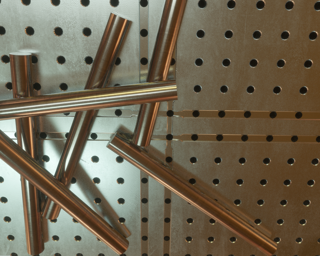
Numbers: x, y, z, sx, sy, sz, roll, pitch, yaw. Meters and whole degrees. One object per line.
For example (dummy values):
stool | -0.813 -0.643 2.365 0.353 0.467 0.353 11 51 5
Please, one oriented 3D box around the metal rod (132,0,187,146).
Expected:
metal rod | 0.010 -0.116 0.370 0.025 0.025 0.298 13 110 -5

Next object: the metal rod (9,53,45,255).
metal rod | -0.181 0.049 0.429 0.025 0.025 0.298 4 110 -2

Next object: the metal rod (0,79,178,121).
metal rod | -0.130 -0.029 0.373 0.301 0.025 0.025 -6 110 2

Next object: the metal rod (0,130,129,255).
metal rod | -0.141 0.081 0.412 0.025 0.025 0.300 -33 118 11

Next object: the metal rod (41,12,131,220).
metal rod | -0.104 -0.002 0.411 0.025 0.025 0.298 22 109 -8

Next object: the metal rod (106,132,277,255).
metal rod | 0.054 0.101 0.450 0.301 0.025 0.025 36 106 -12
